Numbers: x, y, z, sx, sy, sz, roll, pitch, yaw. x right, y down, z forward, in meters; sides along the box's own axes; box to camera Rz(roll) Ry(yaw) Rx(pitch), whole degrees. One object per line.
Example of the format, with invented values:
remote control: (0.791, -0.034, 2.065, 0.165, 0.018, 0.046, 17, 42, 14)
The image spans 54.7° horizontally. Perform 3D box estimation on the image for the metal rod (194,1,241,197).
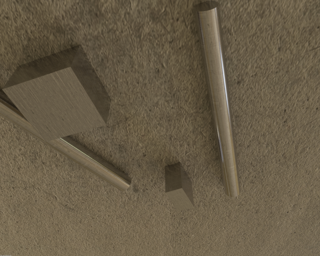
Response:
metal rod: (0.081, -0.010, 0.399, 0.025, 0.025, 0.299, -11, 130, 8)

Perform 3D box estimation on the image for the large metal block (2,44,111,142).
large metal block: (-0.113, -0.038, 0.357, 0.080, 0.050, 0.080, -15, 129, 12)

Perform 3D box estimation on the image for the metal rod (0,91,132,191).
metal rod: (-0.154, 0.003, 0.407, 0.025, 0.025, 0.301, -35, 122, 26)

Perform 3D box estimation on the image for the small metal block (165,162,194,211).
small metal block: (0.029, 0.088, 0.467, 0.025, 0.050, 0.050, -19, 128, 15)
